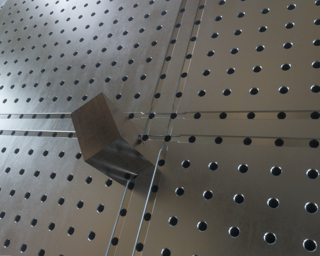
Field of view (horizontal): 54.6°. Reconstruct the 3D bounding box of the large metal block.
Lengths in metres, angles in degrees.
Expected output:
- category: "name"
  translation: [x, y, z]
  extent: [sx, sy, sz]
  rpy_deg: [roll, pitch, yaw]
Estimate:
- category: "large metal block"
  translation: [-0.061, 0.015, 0.397]
  extent: [0.050, 0.080, 0.080]
  rpy_deg: [-34, 51, 6]
